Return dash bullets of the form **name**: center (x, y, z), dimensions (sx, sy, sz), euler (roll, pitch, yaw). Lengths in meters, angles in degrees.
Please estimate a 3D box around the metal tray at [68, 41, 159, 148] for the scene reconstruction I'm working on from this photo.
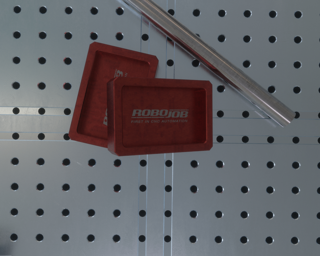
- **metal tray**: center (-0.059, -0.039, 0.410), dimensions (0.091, 0.030, 0.129), euler (13, 90, 0)

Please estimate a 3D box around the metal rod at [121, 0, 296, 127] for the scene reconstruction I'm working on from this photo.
- **metal rod**: center (0.054, -0.103, 0.413), dimensions (0.300, 0.025, 0.025), euler (38, 90, 0)

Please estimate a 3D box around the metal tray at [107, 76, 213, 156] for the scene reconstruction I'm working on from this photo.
- **metal tray**: center (0.002, -0.015, 0.384), dimensions (0.131, 0.030, 0.089), euler (-1, 92, -25)
